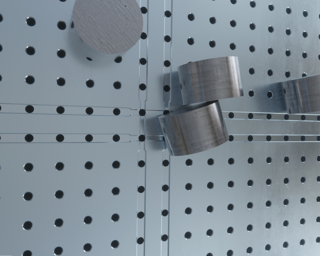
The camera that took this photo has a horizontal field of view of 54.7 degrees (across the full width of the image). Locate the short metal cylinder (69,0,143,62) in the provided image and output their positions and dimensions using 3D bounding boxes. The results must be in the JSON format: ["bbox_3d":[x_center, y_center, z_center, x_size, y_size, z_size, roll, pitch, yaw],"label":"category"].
[{"bbox_3d":[-0.066,-0.124,0.375,0.081,0.050,0.079,0,90,-21],"label":"short metal cylinder"}]

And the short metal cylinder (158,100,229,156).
[{"bbox_3d":[0.043,-0.001,0.401,0.081,0.080,0.050,-19,97,-19],"label":"short metal cylinder"}]

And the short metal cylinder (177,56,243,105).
[{"bbox_3d":[0.066,-0.061,0.409,0.081,0.080,0.050,-10,94,-20],"label":"short metal cylinder"}]

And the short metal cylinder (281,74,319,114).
[{"bbox_3d":[0.230,-0.054,0.470,0.081,0.080,0.050,-14,95,-20],"label":"short metal cylinder"}]
